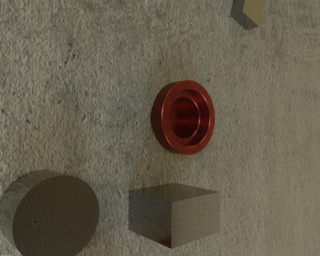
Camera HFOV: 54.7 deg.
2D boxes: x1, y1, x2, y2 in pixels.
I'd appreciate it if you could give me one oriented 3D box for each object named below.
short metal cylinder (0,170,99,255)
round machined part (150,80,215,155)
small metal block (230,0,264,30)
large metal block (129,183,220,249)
[{"bbox_3d":[-0.107,0.083,0.300,0.081,0.050,0.079,0,90,-40],"label":"short metal cylinder"},{"bbox_3d":[0.026,-0.014,0.418,0.099,0.042,0.097,0,90,-40],"label":"round machined part"},{"bbox_3d":[0.151,-0.206,0.534,0.050,0.025,0.050,22,76,-38],"label":"small metal block"},{"bbox_3d":[0.017,0.103,0.386,0.081,0.080,0.050,0,90,-40],"label":"large metal block"}]
